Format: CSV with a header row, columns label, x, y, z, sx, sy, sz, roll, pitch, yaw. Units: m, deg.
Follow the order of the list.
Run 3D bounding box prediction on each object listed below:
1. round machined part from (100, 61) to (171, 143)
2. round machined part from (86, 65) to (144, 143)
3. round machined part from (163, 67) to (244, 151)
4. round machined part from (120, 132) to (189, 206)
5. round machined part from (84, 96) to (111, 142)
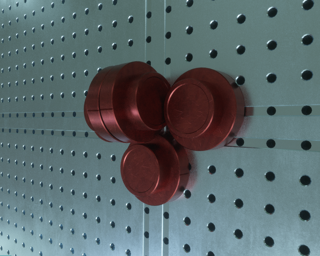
label,x,y,z,sx,sy,sz,roll,pitch,yaw
round machined part,-0.020,-0.031,0.369,0.042,0.099,0.097,-1,90,40
round machined part,-0.054,-0.030,0.396,0.042,0.099,0.097,2,91,40
round machined part,0.043,-0.022,0.360,0.098,0.042,0.097,0,90,39
round machined part,-0.014,0.054,0.407,0.098,0.042,0.097,0,90,39
round machined part,-0.075,-0.027,0.457,0.098,0.042,0.097,0,90,39
